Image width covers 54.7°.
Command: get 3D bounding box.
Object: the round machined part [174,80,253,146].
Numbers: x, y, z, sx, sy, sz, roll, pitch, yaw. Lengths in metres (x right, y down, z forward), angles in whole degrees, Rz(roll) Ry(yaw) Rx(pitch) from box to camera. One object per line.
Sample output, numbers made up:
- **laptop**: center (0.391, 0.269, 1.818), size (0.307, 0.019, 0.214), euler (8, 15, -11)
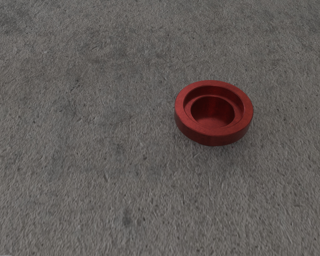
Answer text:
- **round machined part**: center (0.068, -0.015, 0.405), size (0.099, 0.042, 0.098), euler (0, 50, 0)
